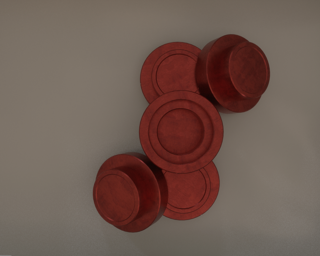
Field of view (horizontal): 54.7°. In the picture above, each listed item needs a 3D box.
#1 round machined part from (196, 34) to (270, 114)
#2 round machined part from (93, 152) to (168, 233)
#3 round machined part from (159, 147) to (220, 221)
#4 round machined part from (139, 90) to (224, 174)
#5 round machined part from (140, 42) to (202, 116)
[{"bbox_3d":[0.096,-0.068,0.381,0.099,0.042,0.097,2,87,-31],"label":"round machined part"},{"bbox_3d":[-0.043,0.081,0.380,0.098,0.042,0.097,2,95,29],"label":"round machined part"},{"bbox_3d":[0.029,0.072,0.402,0.099,0.042,0.097,0,90,-1],"label":"round machined part"},{"bbox_3d":[0.025,0.005,0.380,0.099,0.042,0.097,0,90,-1],"label":"round machined part"},{"bbox_3d":[0.023,-0.063,0.401,0.099,0.042,0.097,0,90,-1],"label":"round machined part"}]
